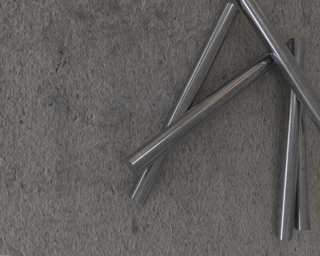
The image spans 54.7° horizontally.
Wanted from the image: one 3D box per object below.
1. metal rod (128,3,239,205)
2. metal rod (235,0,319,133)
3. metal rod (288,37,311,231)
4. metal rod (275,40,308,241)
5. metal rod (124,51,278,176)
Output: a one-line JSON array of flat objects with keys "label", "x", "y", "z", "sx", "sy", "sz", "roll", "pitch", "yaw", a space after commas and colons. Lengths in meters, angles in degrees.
[{"label": "metal rod", "x": 0.036, "y": -0.039, "z": 0.421, "sx": 0.025, "sy": 0.025, "sz": 0.299, "roll": 30, "pitch": 80, "yaw": -18}, {"label": "metal rod", "x": 0.163, "y": -0.119, "z": 0.440, "sx": 0.025, "sy": 0.025, "sz": 0.299, "roll": -33, "pitch": 90, "yaw": -17}, {"label": "metal rod", "x": 0.220, "y": 0.009, "z": 0.489, "sx": 0.025, "sy": 0.025, "sz": 0.298, "roll": -2, "pitch": 91, "yaw": -20}, {"label": "metal rod", "x": 0.199, "y": 0.021, "z": 0.471, "sx": 0.025, "sy": 0.025, "sz": 0.298, "roll": 2, "pitch": 94, "yaw": -20}, {"label": "metal rod", "x": 0.077, "y": -0.038, "z": 0.417, "sx": 0.302, "sy": 0.025, "sz": 0.025, "roll": -37, "pitch": 102, "yaw": -24}]
